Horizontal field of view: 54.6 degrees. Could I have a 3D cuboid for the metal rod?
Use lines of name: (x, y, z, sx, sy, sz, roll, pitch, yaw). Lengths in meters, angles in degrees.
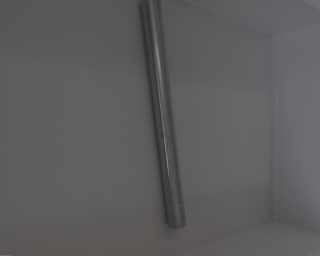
metal rod: (0.006, -0.014, 0.410, 0.025, 0.025, 0.298, -12, 98, -39)
